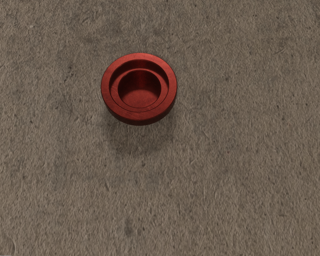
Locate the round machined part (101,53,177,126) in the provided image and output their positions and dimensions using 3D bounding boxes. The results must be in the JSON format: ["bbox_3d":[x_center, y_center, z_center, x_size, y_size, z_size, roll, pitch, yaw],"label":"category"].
[{"bbox_3d":[-0.027,-0.048,0.416,0.099,0.042,0.098,0,70,-1],"label":"round machined part"}]
